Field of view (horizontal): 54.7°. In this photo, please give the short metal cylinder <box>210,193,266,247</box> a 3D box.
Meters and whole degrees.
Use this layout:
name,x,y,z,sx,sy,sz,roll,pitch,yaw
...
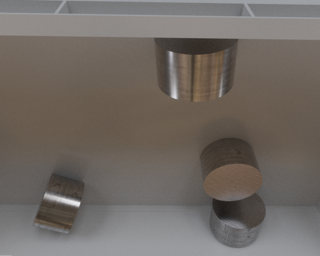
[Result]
name,x,y,z,sx,sy,sz,roll,pitch,yaw
short metal cylinder,0.121,0.139,0.492,0.080,0.080,0.050,0,130,0

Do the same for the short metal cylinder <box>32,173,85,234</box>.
name,x,y,z,sx,sy,sz,roll,pitch,yaw
short metal cylinder,-0.153,0.114,0.468,0.050,0.080,0.079,20,127,-17

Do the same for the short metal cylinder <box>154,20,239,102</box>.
name,x,y,z,sx,sy,sz,roll,pitch,yaw
short metal cylinder,0.036,-0.070,0.313,0.080,0.080,0.050,-3,130,2

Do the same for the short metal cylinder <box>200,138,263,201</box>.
name,x,y,z,sx,sy,sz,roll,pitch,yaw
short metal cylinder,0.100,0.060,0.445,0.081,0.050,0.079,0,130,0
